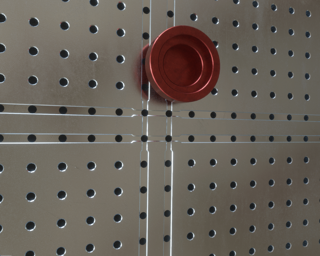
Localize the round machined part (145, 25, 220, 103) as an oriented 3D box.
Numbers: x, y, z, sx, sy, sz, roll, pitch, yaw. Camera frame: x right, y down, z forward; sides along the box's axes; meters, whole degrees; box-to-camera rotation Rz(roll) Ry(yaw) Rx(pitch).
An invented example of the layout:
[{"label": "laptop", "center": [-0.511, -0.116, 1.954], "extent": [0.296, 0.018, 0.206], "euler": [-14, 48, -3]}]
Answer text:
[{"label": "round machined part", "center": [0.027, -0.082, 0.413], "extent": [0.099, 0.042, 0.097], "euler": [0, 90, -20]}]
